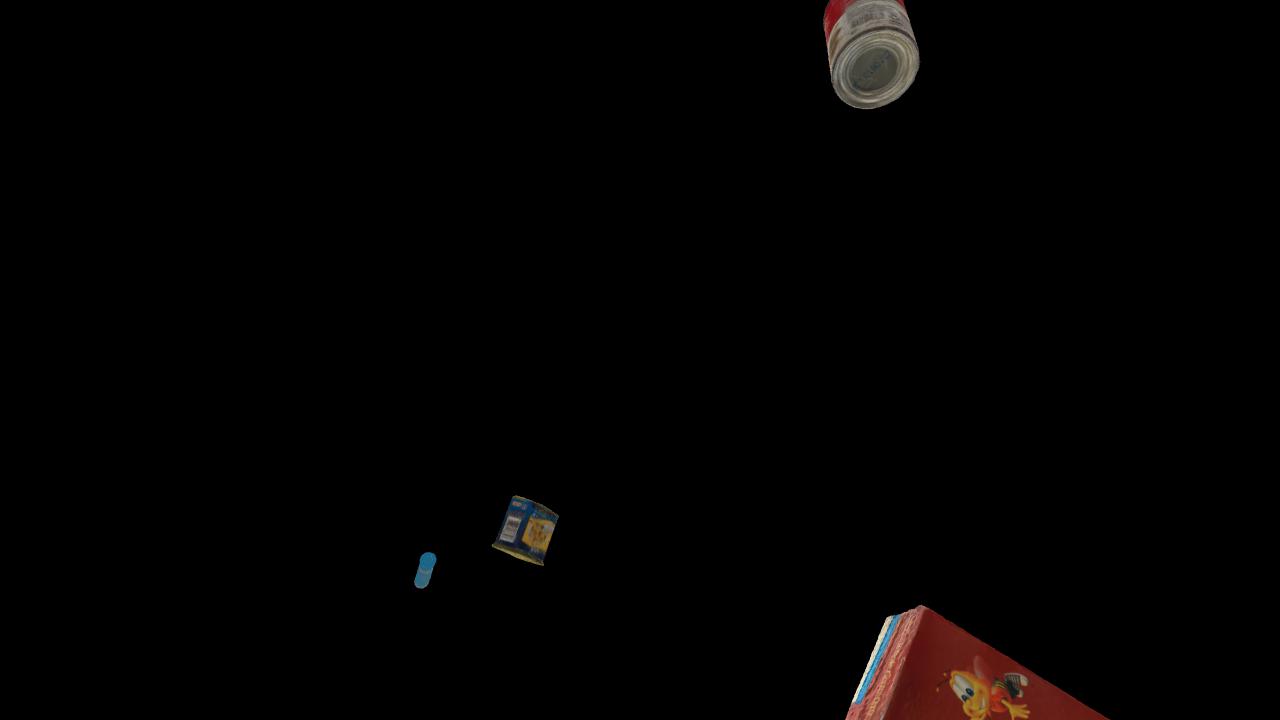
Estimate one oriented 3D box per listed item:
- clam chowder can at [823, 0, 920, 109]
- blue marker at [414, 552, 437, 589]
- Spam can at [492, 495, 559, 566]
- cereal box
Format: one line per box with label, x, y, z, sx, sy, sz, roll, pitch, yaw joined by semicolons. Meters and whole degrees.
clam chowder can;0.192;-0.266;0.514;0.068;0.102;0.068;5;-38;4
blue marker;-0.269;0.264;0.770;0.020;0.020;0.121;0;-30;-24
Spam can;-0.182;0.277;0.996;0.058;0.085;0.101;7;-26;26
cereal box;0.264;0.327;0.374;0.306;0.203;0.081;29;-27;14
